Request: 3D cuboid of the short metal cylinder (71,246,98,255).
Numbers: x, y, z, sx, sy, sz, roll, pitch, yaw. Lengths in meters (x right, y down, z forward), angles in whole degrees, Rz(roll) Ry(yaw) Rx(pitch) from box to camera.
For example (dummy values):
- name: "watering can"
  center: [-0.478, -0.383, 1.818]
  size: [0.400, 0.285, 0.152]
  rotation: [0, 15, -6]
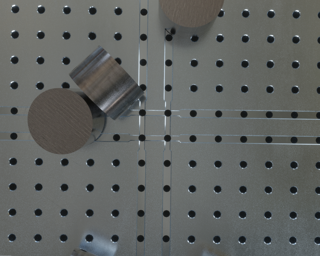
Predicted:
- name: "short metal cylinder"
  center: [-0.100, 0.197, 0.385]
  size: [0.050, 0.080, 0.080]
  rotation: [25, 90, -1]

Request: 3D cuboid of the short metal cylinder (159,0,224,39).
- name: "short metal cylinder"
  center: [0.038, -0.162, 0.401]
  size: [0.081, 0.050, 0.079]
  rotation: [0, 90, -1]

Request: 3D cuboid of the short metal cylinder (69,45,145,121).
- name: "short metal cylinder"
  center: [-0.065, -0.055, 0.385]
  size: [0.050, 0.080, 0.080]
  rotation: [-44, 91, 0]

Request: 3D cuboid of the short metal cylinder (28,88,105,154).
- name: "short metal cylinder"
  center: [-0.117, -0.011, 0.394]
  size: [0.080, 0.050, 0.079]
  rotation: [1, 97, 6]
